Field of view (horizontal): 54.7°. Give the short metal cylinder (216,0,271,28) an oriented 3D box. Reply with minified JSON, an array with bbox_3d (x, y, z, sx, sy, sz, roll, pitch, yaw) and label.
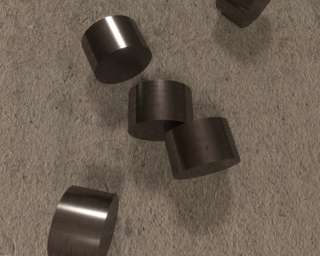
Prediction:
[{"bbox_3d":[0.128,-0.196,0.452,0.050,0.080,0.080,42,75,13],"label":"short metal cylinder"}]

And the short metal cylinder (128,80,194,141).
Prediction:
[{"bbox_3d":[0.001,-0.019,0.386,0.081,0.080,0.050,-1,70,-1],"label":"short metal cylinder"}]

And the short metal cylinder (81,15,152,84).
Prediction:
[{"bbox_3d":[-0.058,-0.103,0.416,0.080,0.080,0.050,-23,72,-9],"label":"short metal cylinder"}]

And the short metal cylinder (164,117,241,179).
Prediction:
[{"bbox_3d":[0.049,0.026,0.370,0.081,0.080,0.050,-12,71,-5],"label":"short metal cylinder"}]

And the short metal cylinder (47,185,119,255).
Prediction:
[{"bbox_3d":[-0.081,0.107,0.339,0.050,0.080,0.080,11,70,4],"label":"short metal cylinder"}]
